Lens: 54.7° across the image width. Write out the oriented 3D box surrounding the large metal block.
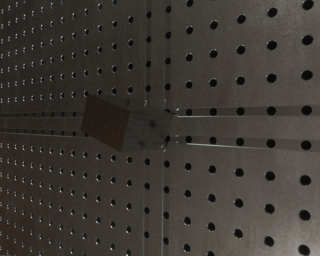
[{"bbox_3d":[-0.043,-0.008,0.407,0.080,0.081,0.050,23,105,37],"label":"large metal block"}]
